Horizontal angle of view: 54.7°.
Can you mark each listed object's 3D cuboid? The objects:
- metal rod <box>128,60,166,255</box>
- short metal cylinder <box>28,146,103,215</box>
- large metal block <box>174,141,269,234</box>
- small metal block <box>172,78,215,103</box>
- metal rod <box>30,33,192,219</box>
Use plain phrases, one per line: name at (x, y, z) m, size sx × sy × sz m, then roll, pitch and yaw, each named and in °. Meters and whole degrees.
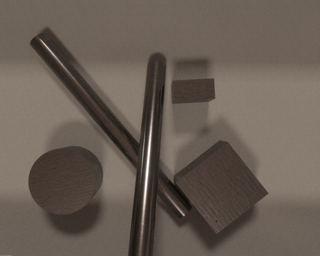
metal rod at (-0.014, 0.052, 0.350) m, size 0.025 × 0.025 × 0.299 m, roll 4°, pitch 65°, yaw 0°
short metal cylinder at (-0.118, 0.064, 0.397) m, size 0.081 × 0.050 × 0.079 m, roll 0°, pitch 90°, yaw -1°
large metal block at (0.075, 0.073, 0.400) m, size 0.080 × 0.050 × 0.080 m, roll -38°, pitch 91°, yaw 0°
small metal block at (0.041, -0.047, 0.399) m, size 0.050 × 0.050 × 0.025 m, roll -3°, pitch 90°, yaw -1°
metal rod at (-0.064, -0.002, 0.410) m, size 0.025 × 0.025 × 0.300 m, roll -40°, pitch 91°, yaw 0°
